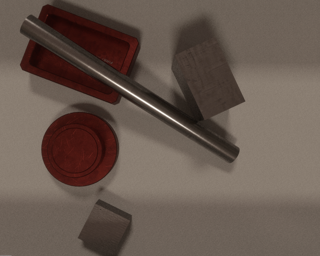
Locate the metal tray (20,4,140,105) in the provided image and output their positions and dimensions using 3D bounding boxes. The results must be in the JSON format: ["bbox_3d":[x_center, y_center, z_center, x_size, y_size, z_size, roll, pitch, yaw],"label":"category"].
[{"bbox_3d":[-0.102,-0.094,0.407,0.131,0.030,0.090,21,90,-1],"label":"metal tray"}]

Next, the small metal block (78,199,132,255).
[{"bbox_3d":[-0.072,0.130,0.411,0.050,0.025,0.050,27,90,-1],"label":"small metal block"}]

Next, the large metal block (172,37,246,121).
[{"bbox_3d":[0.055,-0.055,0.385,0.050,0.080,0.080,-25,90,0],"label":"large metal block"}]

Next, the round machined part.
[{"bbox_3d":[-0.105,0.028,0.402,0.099,0.042,0.097,0,90,-1],"label":"round machined part"}]

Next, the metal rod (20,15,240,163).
[{"bbox_3d":[-0.028,-0.041,0.384,0.301,0.025,0.025,32,90,-11],"label":"metal rod"}]
